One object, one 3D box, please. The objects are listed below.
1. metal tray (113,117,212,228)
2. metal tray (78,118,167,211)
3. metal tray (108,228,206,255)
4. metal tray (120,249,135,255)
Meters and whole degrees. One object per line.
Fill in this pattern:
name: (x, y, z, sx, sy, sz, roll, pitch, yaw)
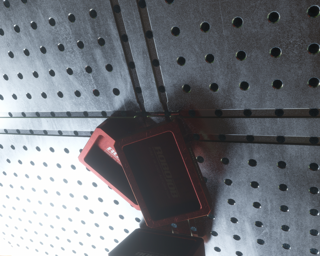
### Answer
metal tray: (0.005, 0.060, 0.411, 0.090, 0.030, 0.129, -19, 99, 16)
metal tray: (-0.054, 0.058, 0.472, 0.130, 0.030, 0.090, 40, 129, 0)
metal tray: (-0.004, 0.202, 0.493, 0.130, 0.090, 0.030, -2, 101, 29)
metal tray: (-0.019, 0.281, 0.561, 0.130, 0.030, 0.090, 42, 166, -1)
